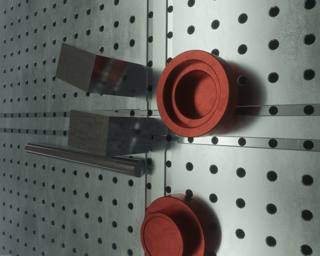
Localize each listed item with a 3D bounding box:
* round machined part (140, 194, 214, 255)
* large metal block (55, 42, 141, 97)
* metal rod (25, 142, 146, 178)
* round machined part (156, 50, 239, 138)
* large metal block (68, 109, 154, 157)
[{"bbox_3d":[0.014,0.135,0.387,0.098,0.042,0.097,0,90,40],"label":"round machined part"},{"bbox_3d":[-0.089,-0.083,0.447,0.080,0.081,0.050,26,107,37],"label":"large metal block"},{"bbox_3d":[-0.143,0.049,0.527,0.300,0.025,0.025,4,93,39],"label":"metal rod"},{"bbox_3d":[0.046,-0.038,0.360,0.098,0.042,0.097,0,90,40],"label":"round machined part"},{"bbox_3d":[-0.068,0.005,0.430,0.080,0.081,0.050,11,97,39],"label":"large metal block"}]
